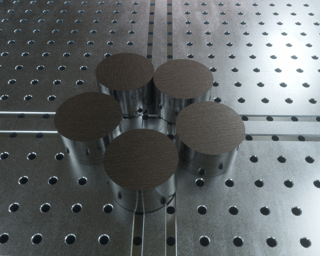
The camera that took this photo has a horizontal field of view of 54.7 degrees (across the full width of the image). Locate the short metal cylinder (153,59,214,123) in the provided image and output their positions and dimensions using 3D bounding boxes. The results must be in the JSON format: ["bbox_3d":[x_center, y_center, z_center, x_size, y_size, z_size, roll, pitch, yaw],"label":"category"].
[{"bbox_3d":[0.031,-0.051,0.433,0.081,0.050,0.080,0,50,0],"label":"short metal cylinder"}]

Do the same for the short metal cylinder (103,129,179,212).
[{"bbox_3d":[-0.020,0.047,0.350,0.080,0.050,0.080,0,50,1],"label":"short metal cylinder"}]

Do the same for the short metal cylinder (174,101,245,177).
[{"bbox_3d":[0.058,0.013,0.379,0.081,0.050,0.080,0,51,0],"label":"short metal cylinder"}]

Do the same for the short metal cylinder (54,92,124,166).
[{"bbox_3d":[-0.086,0.000,0.390,0.081,0.050,0.080,0,50,0],"label":"short metal cylinder"}]

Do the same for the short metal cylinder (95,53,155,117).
[{"bbox_3d":[-0.048,-0.063,0.443,0.081,0.050,0.080,0,50,0],"label":"short metal cylinder"}]
